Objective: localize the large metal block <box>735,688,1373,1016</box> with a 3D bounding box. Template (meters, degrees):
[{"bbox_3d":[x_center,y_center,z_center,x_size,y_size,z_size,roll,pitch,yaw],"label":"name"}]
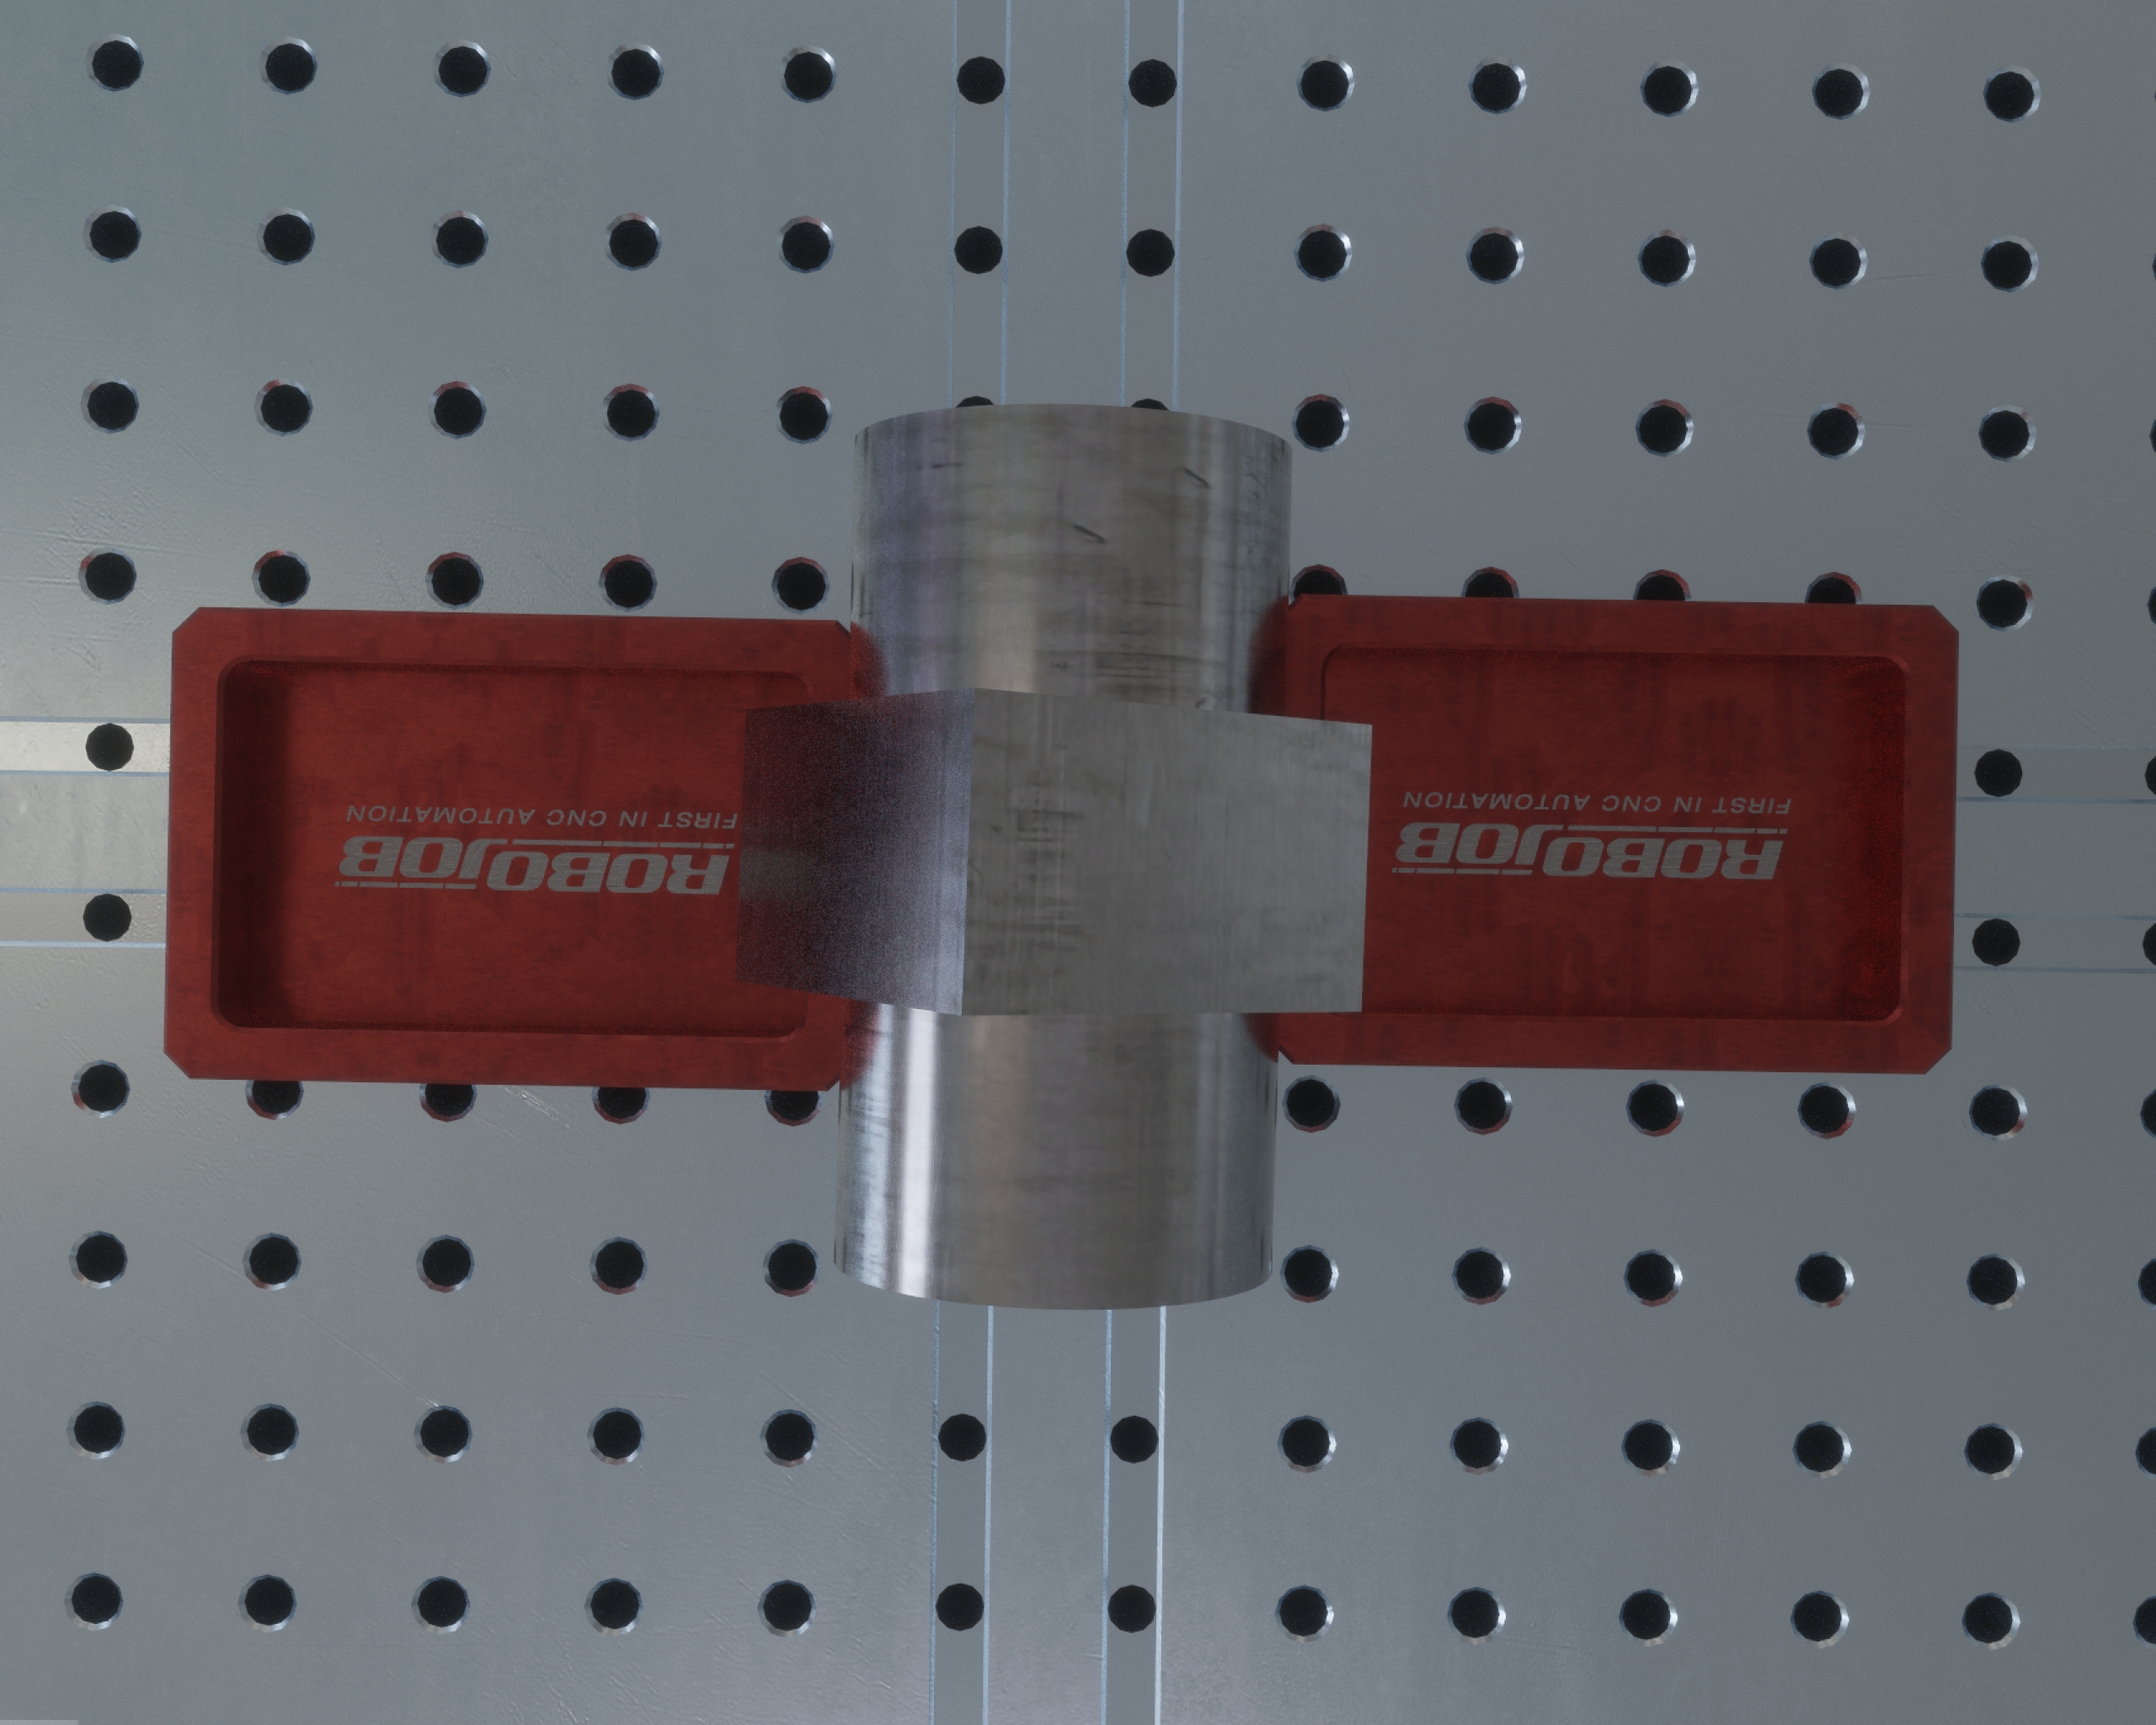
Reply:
[{"bbox_3d":[-0.006,-0.001,0.371,0.081,0.080,0.050,2,90,-34],"label":"large metal block"}]

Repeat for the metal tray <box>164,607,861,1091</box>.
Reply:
[{"bbox_3d":[-0.107,-0.003,0.409,0.131,0.030,0.089,1,90,0],"label":"metal tray"}]

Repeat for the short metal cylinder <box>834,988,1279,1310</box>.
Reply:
[{"bbox_3d":[-0.004,0.049,0.385,0.081,0.080,0.050,2,90,0],"label":"short metal cylinder"}]

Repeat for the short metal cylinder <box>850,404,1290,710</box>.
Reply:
[{"bbox_3d":[-0.001,-0.051,0.385,0.081,0.080,0.050,1,90,0],"label":"short metal cylinder"}]

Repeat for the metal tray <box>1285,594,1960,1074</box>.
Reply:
[{"bbox_3d":[0.102,-0.005,0.411,0.131,0.030,0.089,1,90,0],"label":"metal tray"}]
